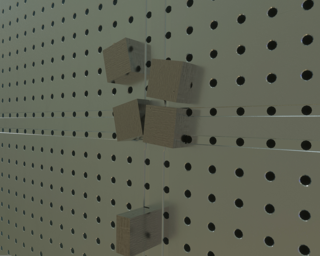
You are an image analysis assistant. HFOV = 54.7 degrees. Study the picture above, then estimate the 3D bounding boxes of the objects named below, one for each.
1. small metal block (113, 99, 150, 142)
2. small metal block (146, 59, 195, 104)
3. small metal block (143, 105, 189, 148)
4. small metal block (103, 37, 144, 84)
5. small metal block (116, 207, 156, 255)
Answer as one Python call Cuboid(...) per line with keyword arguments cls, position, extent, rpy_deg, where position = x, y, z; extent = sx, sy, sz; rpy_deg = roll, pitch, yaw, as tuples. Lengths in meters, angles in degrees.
Cuboid(cls="small metal block", position=(-0.038, -0.010, 0.438), extent=(0.050, 0.025, 0.050), rpy_deg=(-15, 80, 38))
Cuboid(cls="small metal block", position=(0.013, -0.060, 0.397), extent=(0.050, 0.025, 0.050), rpy_deg=(15, 100, 38))
Cuboid(cls="small metal block", position=(0.007, -0.003, 0.402), extent=(0.050, 0.025, 0.050), rpy_deg=(9, 96, 39))
Cuboid(cls="small metal block", position=(-0.054, -0.097, 0.452), extent=(0.050, 0.025, 0.050), rpy_deg=(-16, 80, 38))
Cuboid(cls="small metal block", position=(-0.031, 0.139, 0.417), extent=(0.025, 0.050, 0.050), rpy_deg=(1, 91, 40))
